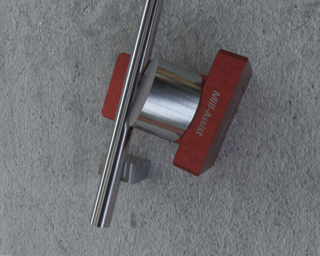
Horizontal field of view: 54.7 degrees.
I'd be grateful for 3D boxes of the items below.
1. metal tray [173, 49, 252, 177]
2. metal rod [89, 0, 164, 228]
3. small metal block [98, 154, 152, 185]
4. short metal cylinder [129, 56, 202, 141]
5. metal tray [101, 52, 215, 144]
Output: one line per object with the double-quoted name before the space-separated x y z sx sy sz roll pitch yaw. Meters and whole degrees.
"metal tray" 0.063 -0.015 0.353 0.030 0.090 0.129 24 98 18
"metal rod" -0.038 -0.030 0.381 0.025 0.025 0.298 11 85 19
"small metal block" -0.046 0.052 0.412 0.050 0.050 0.025 14 95 19
"short metal cylinder" 0.004 -0.031 0.340 0.050 0.080 0.080 20 98 -15
"metal tray" -0.004 -0.039 0.408 0.130 0.030 0.089 19 96 18
